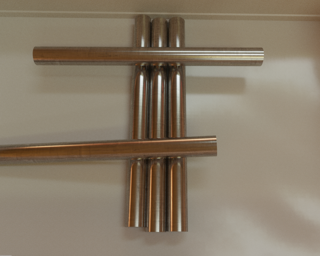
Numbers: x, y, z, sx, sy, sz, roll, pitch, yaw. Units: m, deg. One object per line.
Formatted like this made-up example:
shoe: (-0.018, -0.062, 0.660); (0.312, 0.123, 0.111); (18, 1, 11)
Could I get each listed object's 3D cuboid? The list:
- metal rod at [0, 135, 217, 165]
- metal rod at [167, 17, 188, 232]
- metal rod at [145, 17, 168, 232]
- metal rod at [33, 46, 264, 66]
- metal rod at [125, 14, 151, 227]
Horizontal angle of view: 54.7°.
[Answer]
metal rod: (-0.084, 0.028, 0.378); (0.302, 0.025, 0.025); (-3, 70, 6)
metal rod: (0.023, -0.019, 0.415); (0.025, 0.025, 0.299); (1, 70, 0)
metal rod: (-0.003, -0.018, 0.415); (0.025, 0.025, 0.299); (1, 70, 0)
metal rod: (-0.015, -0.096, 0.417); (0.302, 0.025, 0.025); (0, 70, 0)
metal rod: (-0.027, -0.023, 0.417); (0.025, 0.025, 0.299); (1, 70, 0)
